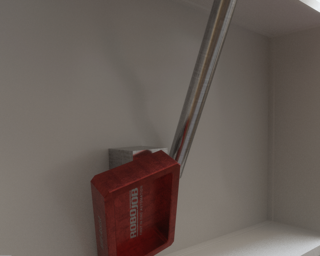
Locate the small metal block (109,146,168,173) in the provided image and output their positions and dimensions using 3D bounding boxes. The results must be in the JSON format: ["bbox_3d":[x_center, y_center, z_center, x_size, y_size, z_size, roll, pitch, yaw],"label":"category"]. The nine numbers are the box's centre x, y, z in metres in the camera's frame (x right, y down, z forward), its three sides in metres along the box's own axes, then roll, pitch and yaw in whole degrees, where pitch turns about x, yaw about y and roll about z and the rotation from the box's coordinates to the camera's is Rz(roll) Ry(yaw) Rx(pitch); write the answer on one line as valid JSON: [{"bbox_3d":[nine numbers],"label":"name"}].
[{"bbox_3d":[-0.026,0.037,0.370,0.050,0.050,0.025,-2,91,-40],"label":"small metal block"}]

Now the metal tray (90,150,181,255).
[{"bbox_3d":[-0.025,0.097,0.345,0.091,0.030,0.129,-19,126,-32],"label":"metal tray"}]

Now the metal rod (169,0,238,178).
[{"bbox_3d":[0.053,-0.069,0.370,0.025,0.025,0.298,-5,120,-40],"label":"metal rod"}]
